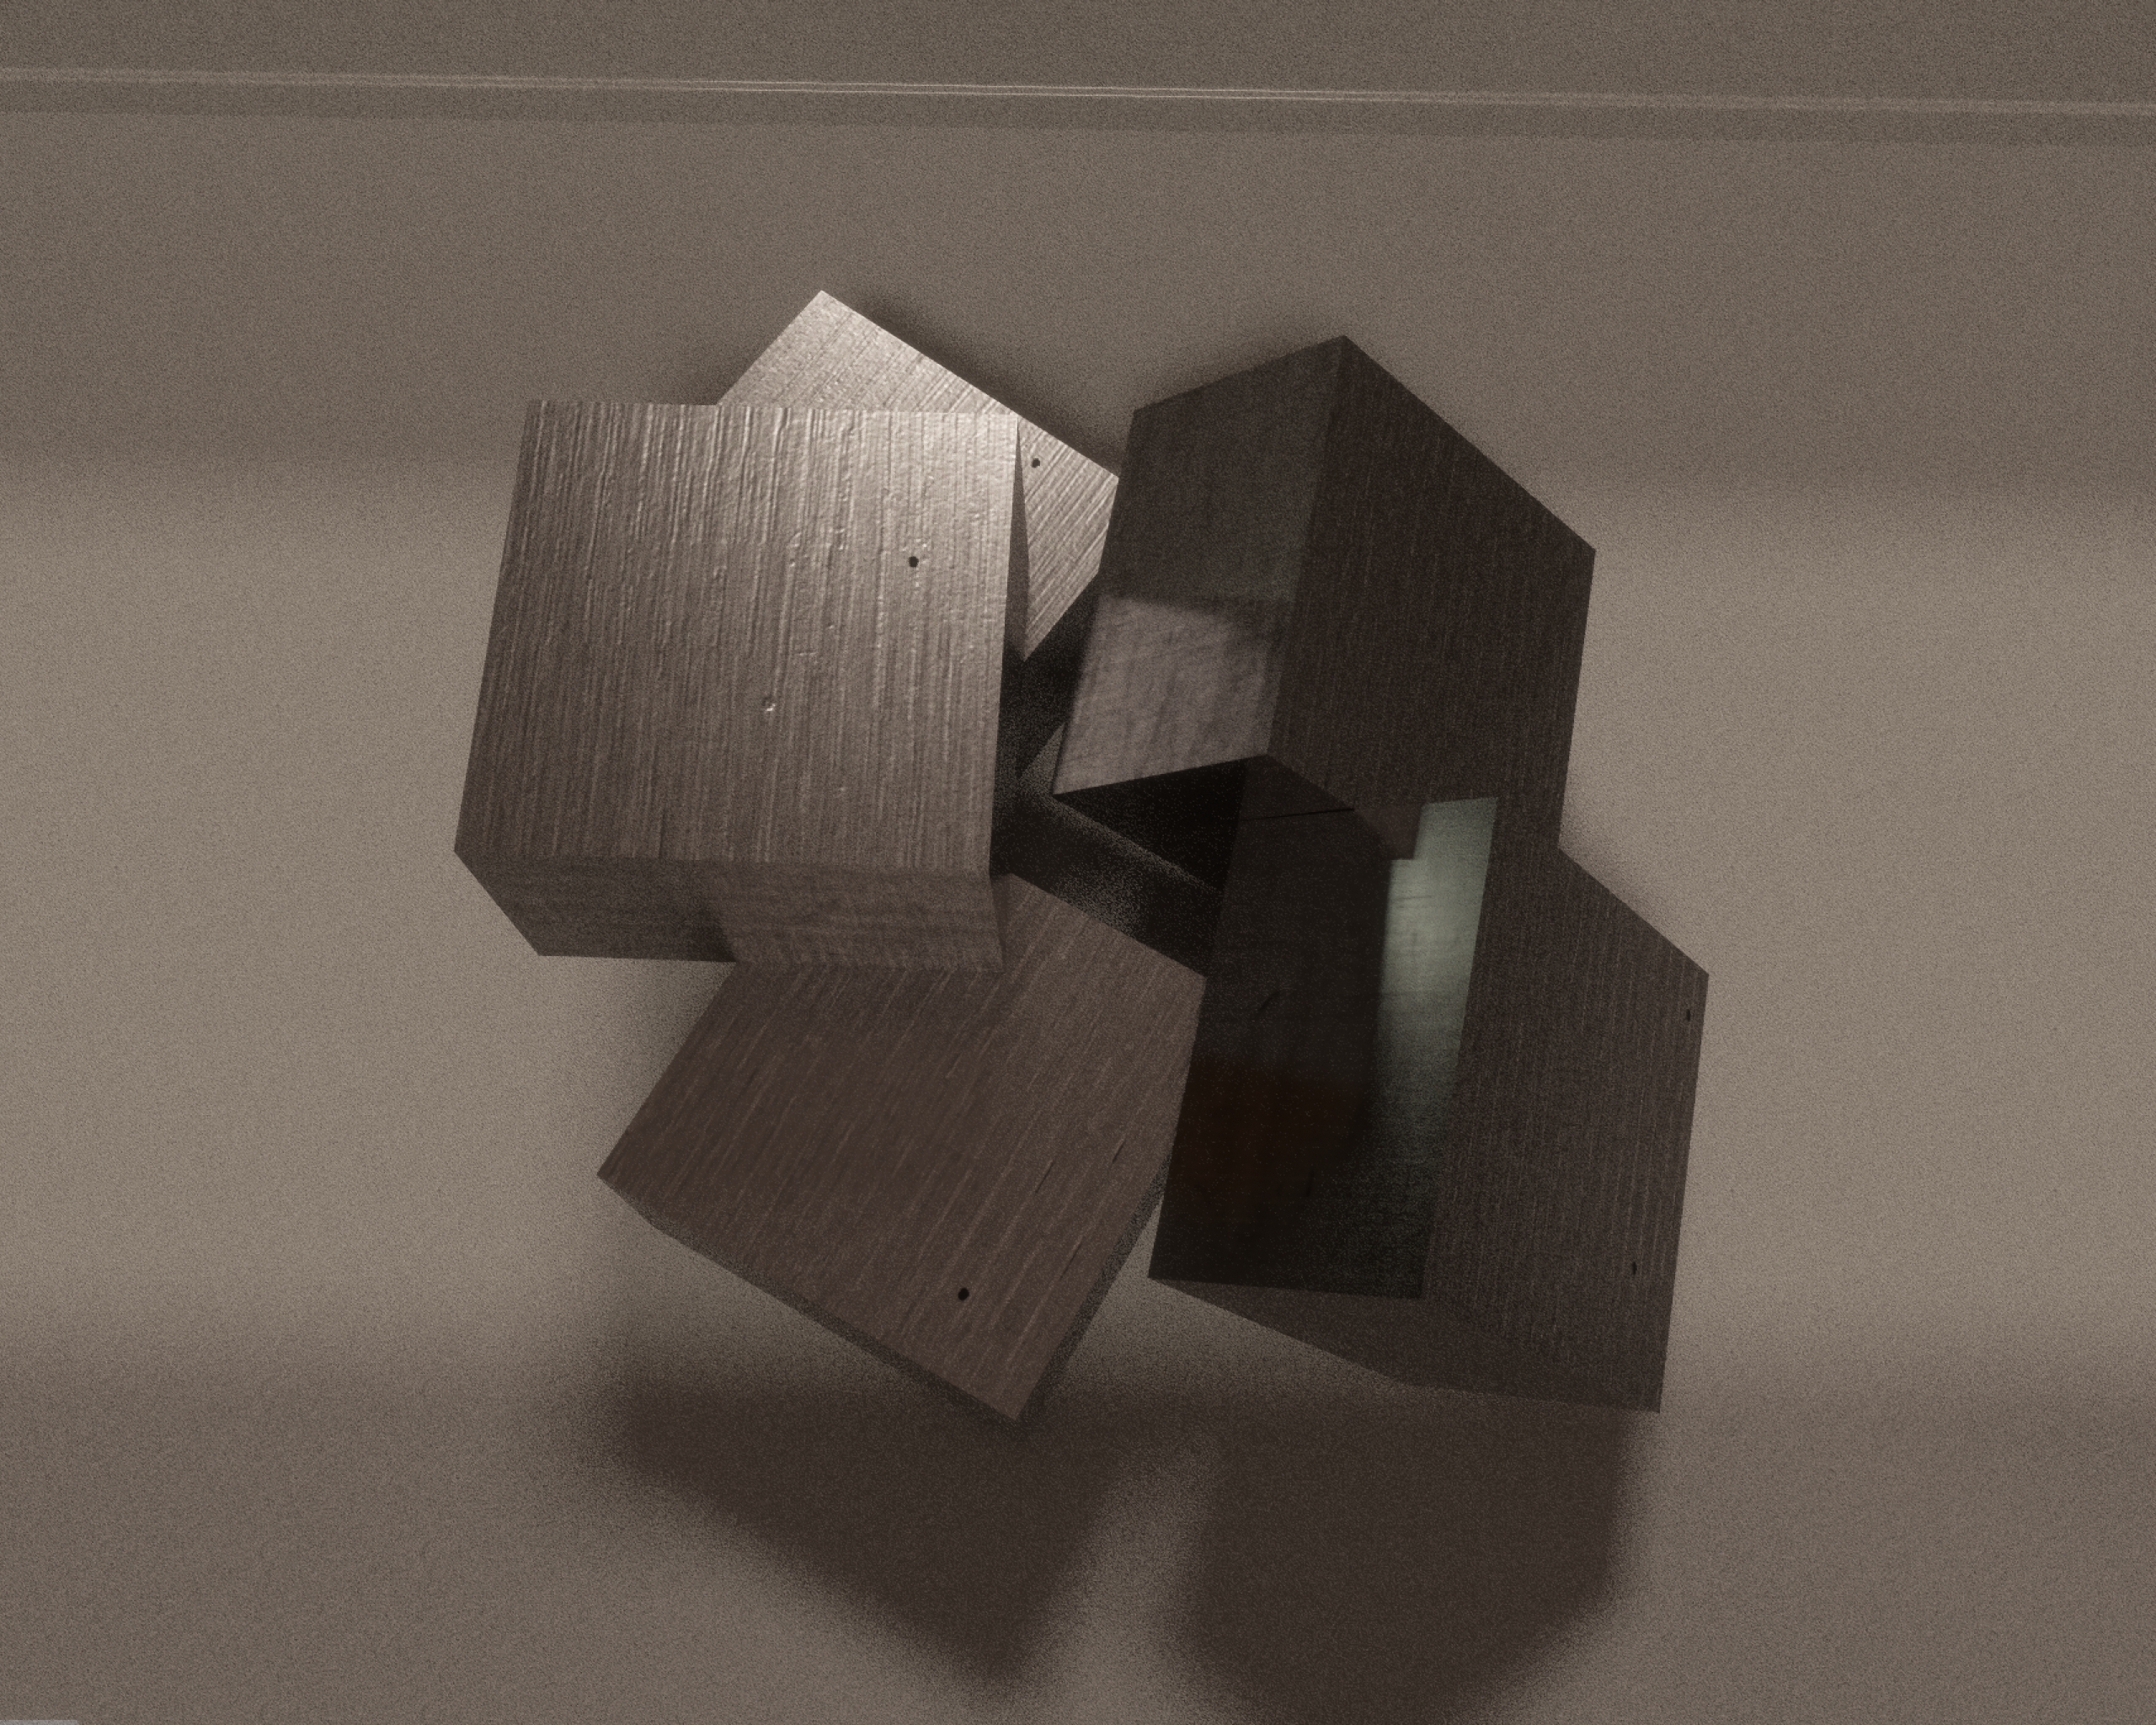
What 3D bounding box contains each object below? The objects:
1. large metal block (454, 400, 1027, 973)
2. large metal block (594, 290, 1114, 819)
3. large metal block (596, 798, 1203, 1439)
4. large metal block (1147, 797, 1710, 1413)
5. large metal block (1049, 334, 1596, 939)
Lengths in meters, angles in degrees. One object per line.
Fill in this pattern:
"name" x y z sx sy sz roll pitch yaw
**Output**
"large metal block" -0.051 -0.028 0.350 0.081 0.050 0.080 2 69 1
"large metal block" -0.042 -0.052 0.414 0.080 0.050 0.080 34 73 11
"large metal block" -0.025 0.046 0.374 0.080 0.050 0.080 28 72 9
"large metal block" 0.063 0.043 0.357 0.050 0.080 0.080 -5 64 40
"large metal block" 0.048 -0.036 0.386 0.080 0.050 0.080 28 64 -38
